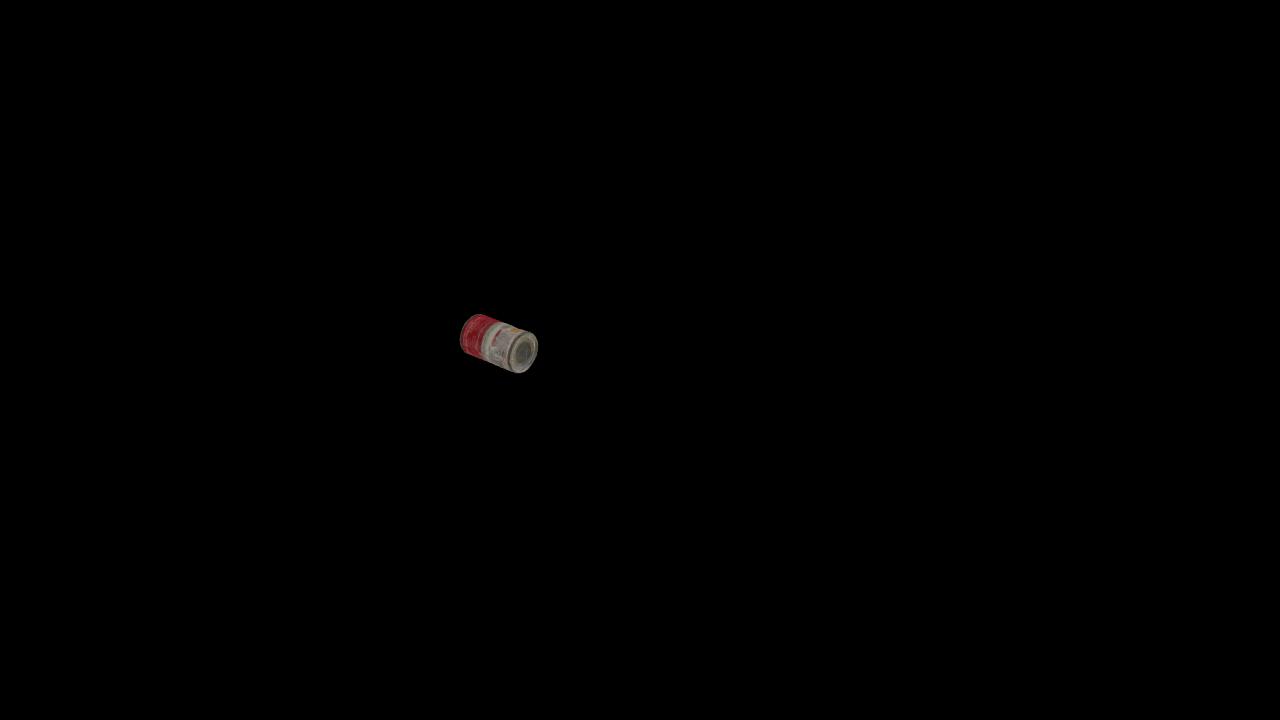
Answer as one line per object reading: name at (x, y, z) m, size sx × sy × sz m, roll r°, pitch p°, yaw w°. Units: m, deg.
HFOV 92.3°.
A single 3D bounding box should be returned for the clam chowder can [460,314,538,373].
clam chowder can at (-0.216, -0.025, 0.947) m, size 0.102 × 0.068 × 0.068 m, roll 20°, pitch 9°, yaw 27°
